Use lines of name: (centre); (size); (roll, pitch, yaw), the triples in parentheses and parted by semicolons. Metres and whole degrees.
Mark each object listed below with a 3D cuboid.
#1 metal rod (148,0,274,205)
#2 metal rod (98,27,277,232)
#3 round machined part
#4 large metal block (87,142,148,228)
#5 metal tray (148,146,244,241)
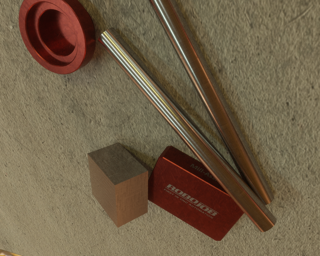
metal rod: (0.059, -0.035, 0.353); (0.025, 0.025, 0.299); (-19, 109, 35)
metal rod: (0.033, 0.003, 0.372); (0.300, 0.025, 0.025); (50, 129, -1)
round machined part: (-0.121, -0.120, 0.383); (0.098, 0.042, 0.097); (13, 124, 20)
large metal block: (-0.061, 0.080, 0.449); (0.080, 0.050, 0.079); (37, 136, 42)
metal tray: (0.048, 0.093, 0.435); (0.130, 0.030, 0.089); (29, 128, 9)
